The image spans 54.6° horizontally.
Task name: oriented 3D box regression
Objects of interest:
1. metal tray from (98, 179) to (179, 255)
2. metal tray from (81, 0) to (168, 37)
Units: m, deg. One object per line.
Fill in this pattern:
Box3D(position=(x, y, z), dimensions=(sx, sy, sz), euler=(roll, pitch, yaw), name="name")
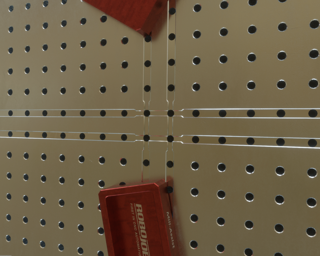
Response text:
Box3D(position=(-0.028, 0.141, 0.420), dimensions=(0.090, 0.030, 0.129), euler=(-11, 86, 19), name="metal tray")
Box3D(position=(-0.052, -0.197, 0.429), dimensions=(0.130, 0.030, 0.090), euler=(34, 101, 16), name="metal tray")
